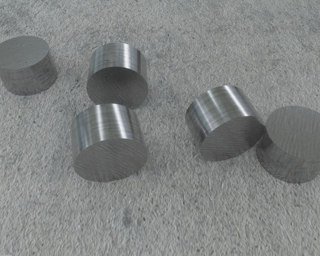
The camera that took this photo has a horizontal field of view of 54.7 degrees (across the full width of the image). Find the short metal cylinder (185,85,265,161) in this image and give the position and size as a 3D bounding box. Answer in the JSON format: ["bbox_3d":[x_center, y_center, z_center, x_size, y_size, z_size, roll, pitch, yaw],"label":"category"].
[{"bbox_3d":[0.076,-0.004,0.371,0.081,0.080,0.050,-13,51,-11],"label":"short metal cylinder"}]

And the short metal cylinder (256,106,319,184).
[{"bbox_3d":[0.162,0.019,0.372,0.080,0.050,0.080,0,50,0],"label":"short metal cylinder"}]

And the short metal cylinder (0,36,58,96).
[{"bbox_3d":[-0.201,-0.094,0.464,0.080,0.050,0.080,0,50,0],"label":"short metal cylinder"}]

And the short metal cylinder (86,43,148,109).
[{"bbox_3d":[-0.058,-0.069,0.425,0.081,0.080,0.050,-3,50,-3],"label":"short metal cylinder"}]

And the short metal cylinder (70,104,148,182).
[{"bbox_3d":[-0.058,0.018,0.352,0.081,0.080,0.050,-11,51,-9],"label":"short metal cylinder"}]
